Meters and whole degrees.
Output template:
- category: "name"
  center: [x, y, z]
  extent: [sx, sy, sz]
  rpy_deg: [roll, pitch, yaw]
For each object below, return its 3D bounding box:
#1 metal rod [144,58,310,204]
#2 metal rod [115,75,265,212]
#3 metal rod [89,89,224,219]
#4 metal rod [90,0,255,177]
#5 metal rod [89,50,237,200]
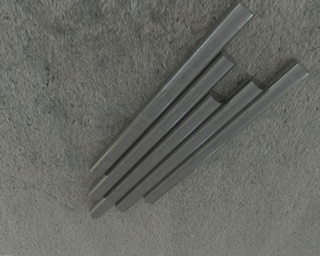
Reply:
- category: "metal rod"
  center: [0.072, 0.021, 0.427]
  extent: [0.025, 0.025, 0.299]
  rpy_deg: [29, 124, -23]
- category: "metal rod"
  center: [0.025, 0.038, 0.441]
  extent: [0.025, 0.025, 0.299]
  rpy_deg: [29, 124, -23]
- category: "metal rod"
  center: [-0.021, 0.053, 0.454]
  extent: [0.025, 0.025, 0.299]
  rpy_deg: [29, 124, -23]
- category: "metal rod"
  center: [-0.004, -0.029, 0.384]
  extent: [0.025, 0.025, 0.299]
  rpy_deg: [29, 124, -23]
- category: "metal rod"
  center: [-0.013, 0.013, 0.419]
  extent: [0.025, 0.025, 0.299]
  rpy_deg: [29, 124, -23]
